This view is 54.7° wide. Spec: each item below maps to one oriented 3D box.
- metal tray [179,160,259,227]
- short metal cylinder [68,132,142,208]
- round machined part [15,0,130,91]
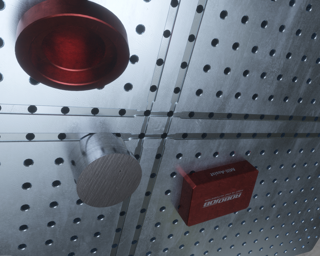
[{"bbox_3d":[0.100,0.111,0.532,0.131,0.030,0.089,-9,123,-24],"label":"metal tray"},{"bbox_3d":[-0.069,0.052,0.389,0.081,0.050,0.079,-14,124,-21],"label":"short metal cylinder"},{"bbox_3d":[-0.080,-0.080,0.289,0.099,0.042,0.098,-8,151,-4],"label":"round machined part"}]
